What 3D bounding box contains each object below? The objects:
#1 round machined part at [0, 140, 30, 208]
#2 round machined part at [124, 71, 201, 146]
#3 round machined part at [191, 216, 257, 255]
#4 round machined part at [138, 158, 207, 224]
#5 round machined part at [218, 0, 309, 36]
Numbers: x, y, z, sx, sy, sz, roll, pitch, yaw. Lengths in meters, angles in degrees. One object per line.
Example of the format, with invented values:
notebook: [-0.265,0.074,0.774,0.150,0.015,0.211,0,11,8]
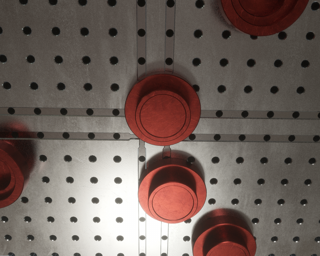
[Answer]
round machined part: [-0.227,0.057,0.422,0.099,0.042,0.097,0,110,-1]
round machined part: [0.003,-0.021,0.397,0.099,0.042,0.097,0,110,-1]
round machined part: [0.099,0.188,0.475,0.099,0.042,0.097,0,110,-1]
round machined part: [0.017,0.095,0.440,0.099,0.042,0.097,0,110,-1]
round machined part: [0.113,-0.155,0.349,0.099,0.042,0.097,0,110,-1]
